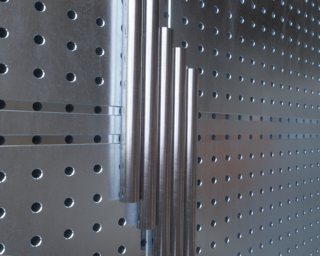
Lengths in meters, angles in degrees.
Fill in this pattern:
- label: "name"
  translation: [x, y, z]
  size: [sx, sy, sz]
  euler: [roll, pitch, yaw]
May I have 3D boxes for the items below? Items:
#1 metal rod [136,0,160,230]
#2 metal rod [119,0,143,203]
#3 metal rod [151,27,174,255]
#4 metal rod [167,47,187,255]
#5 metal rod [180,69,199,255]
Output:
- label: "metal rod"
  translation: [-0.015, -0.023, 0.397]
  size: [0.025, 0.025, 0.298]
  euler: [2, 89, -40]
- label: "metal rod"
  translation: [-0.035, -0.060, 0.381]
  size: [0.025, 0.025, 0.298]
  euler: [1, 89, -40]
- label: "metal rod"
  translation: [0.004, 0.018, 0.413]
  size: [0.025, 0.025, 0.298]
  euler: [2, 89, -40]
- label: "metal rod"
  translation: [0.022, 0.040, 0.429]
  size: [0.025, 0.025, 0.298]
  euler: [2, 89, -40]
- label: "metal rod"
  translation: [0.041, 0.066, 0.445]
  size: [0.025, 0.025, 0.298]
  euler: [2, 89, -40]
